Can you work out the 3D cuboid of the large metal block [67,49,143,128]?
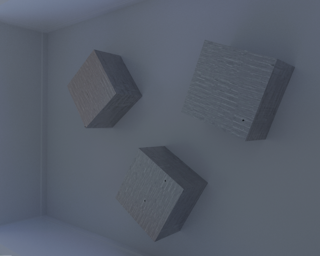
[{"bbox_3d":[-0.084,-0.055,0.460,0.080,0.050,0.080,-43,64,32],"label":"large metal block"}]

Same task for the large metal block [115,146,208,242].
[{"bbox_3d":[0.000,0.079,0.391,0.080,0.050,0.079,39,114,33],"label":"large metal block"}]

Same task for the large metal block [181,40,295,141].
[{"bbox_3d":[0.079,-0.039,0.325,0.080,0.050,0.079,28,108,36],"label":"large metal block"}]
